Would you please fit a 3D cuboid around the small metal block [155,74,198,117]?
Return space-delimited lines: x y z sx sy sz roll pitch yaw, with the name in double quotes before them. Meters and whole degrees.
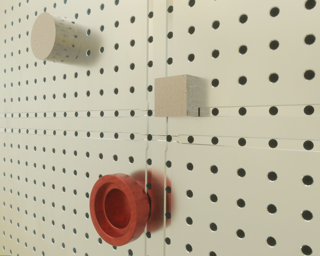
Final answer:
"small metal block" 0.020 -0.039 0.393 0.050 0.025 0.050 0 90 40

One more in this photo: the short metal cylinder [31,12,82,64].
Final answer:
"short metal cylinder" -0.183 -0.156 0.545 0.080 0.050 0.080 0 90 40

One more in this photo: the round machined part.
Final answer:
"round machined part" -0.053 0.113 0.443 0.098 0.042 0.097 0 90 40
